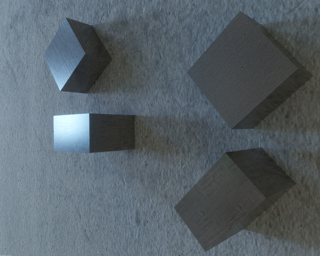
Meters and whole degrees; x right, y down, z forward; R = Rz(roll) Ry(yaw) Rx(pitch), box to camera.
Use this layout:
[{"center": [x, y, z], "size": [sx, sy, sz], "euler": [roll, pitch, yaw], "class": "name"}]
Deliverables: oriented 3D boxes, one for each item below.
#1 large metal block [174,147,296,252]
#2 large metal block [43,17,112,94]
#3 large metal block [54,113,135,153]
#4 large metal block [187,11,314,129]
[{"center": [0.075, 0.067, 0.306], "size": [0.050, 0.081, 0.080], "euler": [52, 120, 27], "class": "large metal block"}, {"center": [-0.134, -0.113, 0.496], "size": [0.080, 0.050, 0.080], "euler": [-45, 63, 30], "class": "large metal block"}, {"center": [-0.094, 0.007, 0.444], "size": [0.080, 0.081, 0.050], "euler": [-1, 89, 39], "class": "large metal block"}, {"center": [0.088, -0.055, 0.315], "size": [0.080, 0.050, 0.080], "euler": [-48, 62, 29], "class": "large metal block"}]
